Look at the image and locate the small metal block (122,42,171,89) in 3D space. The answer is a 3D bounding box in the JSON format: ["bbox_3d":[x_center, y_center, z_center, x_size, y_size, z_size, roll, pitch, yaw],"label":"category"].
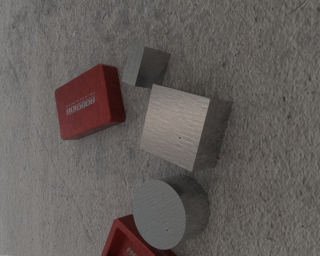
[{"bbox_3d":[-0.017,-0.079,0.403,0.025,0.050,0.050,26,106,37],"label":"small metal block"}]

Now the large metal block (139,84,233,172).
[{"bbox_3d":[0.029,-0.003,0.365,0.080,0.050,0.079,21,103,38],"label":"large metal block"}]

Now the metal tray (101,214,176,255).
[{"bbox_3d":[-0.024,0.193,0.421,0.130,0.030,0.089,32,110,35],"label":"metal tray"}]

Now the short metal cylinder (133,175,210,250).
[{"bbox_3d":[0.013,0.100,0.378,0.080,0.050,0.080,0,90,40],"label":"short metal cylinder"}]

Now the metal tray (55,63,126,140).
[{"bbox_3d":[-0.116,-0.038,0.498,0.130,0.030,0.090,-18,79,38],"label":"metal tray"}]
